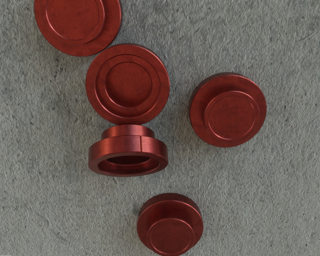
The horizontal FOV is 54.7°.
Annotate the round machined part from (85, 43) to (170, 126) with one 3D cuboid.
[{"bbox_3d":[-0.038,-0.055,0.380,0.099,0.042,0.097,0,110,0],"label":"round machined part"}]

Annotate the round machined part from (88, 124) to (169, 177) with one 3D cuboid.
[{"bbox_3d":[-0.040,0.028,0.392,0.099,0.098,0.042,-4,65,-1],"label":"round machined part"}]

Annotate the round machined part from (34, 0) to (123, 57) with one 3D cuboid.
[{"bbox_3d":[-0.094,-0.130,0.352,0.099,0.042,0.097,0,110,0],"label":"round machined part"}]

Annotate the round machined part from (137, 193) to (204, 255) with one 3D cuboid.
[{"bbox_3d":[0.015,0.149,0.456,0.099,0.042,0.097,0,110,0],"label":"round machined part"}]

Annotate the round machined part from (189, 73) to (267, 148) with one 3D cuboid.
[{"bbox_3d":[0.087,-0.019,0.394,0.099,0.042,0.097,0,110,0],"label":"round machined part"}]
